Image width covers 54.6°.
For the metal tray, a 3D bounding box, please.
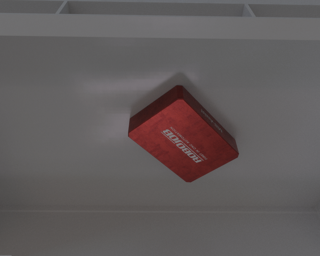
[{"bbox_3d":[0.033,0.014,0.418,0.090,0.030,0.130,-34,123,25],"label":"metal tray"}]
